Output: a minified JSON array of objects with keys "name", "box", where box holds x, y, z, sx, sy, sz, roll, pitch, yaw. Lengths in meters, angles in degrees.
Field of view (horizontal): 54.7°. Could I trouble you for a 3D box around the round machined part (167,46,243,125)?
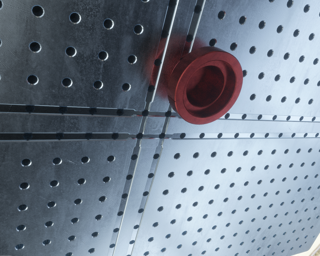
[{"name":"round machined part","box":[0.053,-0.056,0.396,0.099,0.042,0.097,-14,125,-21]}]
